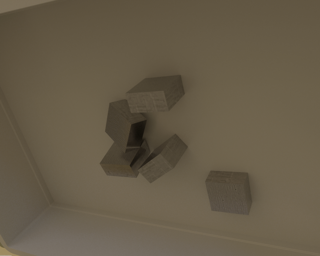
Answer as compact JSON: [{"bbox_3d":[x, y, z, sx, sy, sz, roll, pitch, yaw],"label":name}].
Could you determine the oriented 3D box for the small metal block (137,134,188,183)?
[{"bbox_3d":[0.004,0.041,0.416,0.025,0.050,0.050,47,129,-5],"label":"small metal block"}]

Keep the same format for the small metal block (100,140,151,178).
[{"bbox_3d":[-0.049,0.042,0.442,0.050,0.050,0.025,0,130,28],"label":"small metal block"}]

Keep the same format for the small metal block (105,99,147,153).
[{"bbox_3d":[-0.047,-0.003,0.420,0.050,0.025,0.050,43,134,31],"label":"small metal block"}]

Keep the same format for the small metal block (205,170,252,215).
[{"bbox_3d":[0.092,0.086,0.413,0.050,0.025,0.050,-1,118,28],"label":"small metal block"}]

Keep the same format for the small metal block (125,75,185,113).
[{"bbox_3d":[-0.005,-0.041,0.370,0.050,0.050,0.025,-1,118,28],"label":"small metal block"}]
